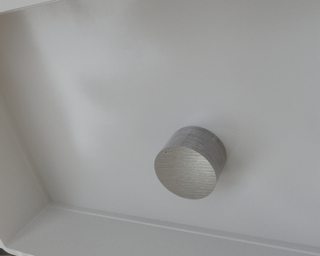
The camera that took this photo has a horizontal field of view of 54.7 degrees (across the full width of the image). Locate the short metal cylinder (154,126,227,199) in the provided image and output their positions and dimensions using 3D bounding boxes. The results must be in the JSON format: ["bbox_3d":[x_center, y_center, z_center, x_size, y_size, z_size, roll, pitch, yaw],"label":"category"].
[{"bbox_3d":[0.040,0.044,0.398,0.080,0.050,0.079,13,124,20],"label":"short metal cylinder"}]
